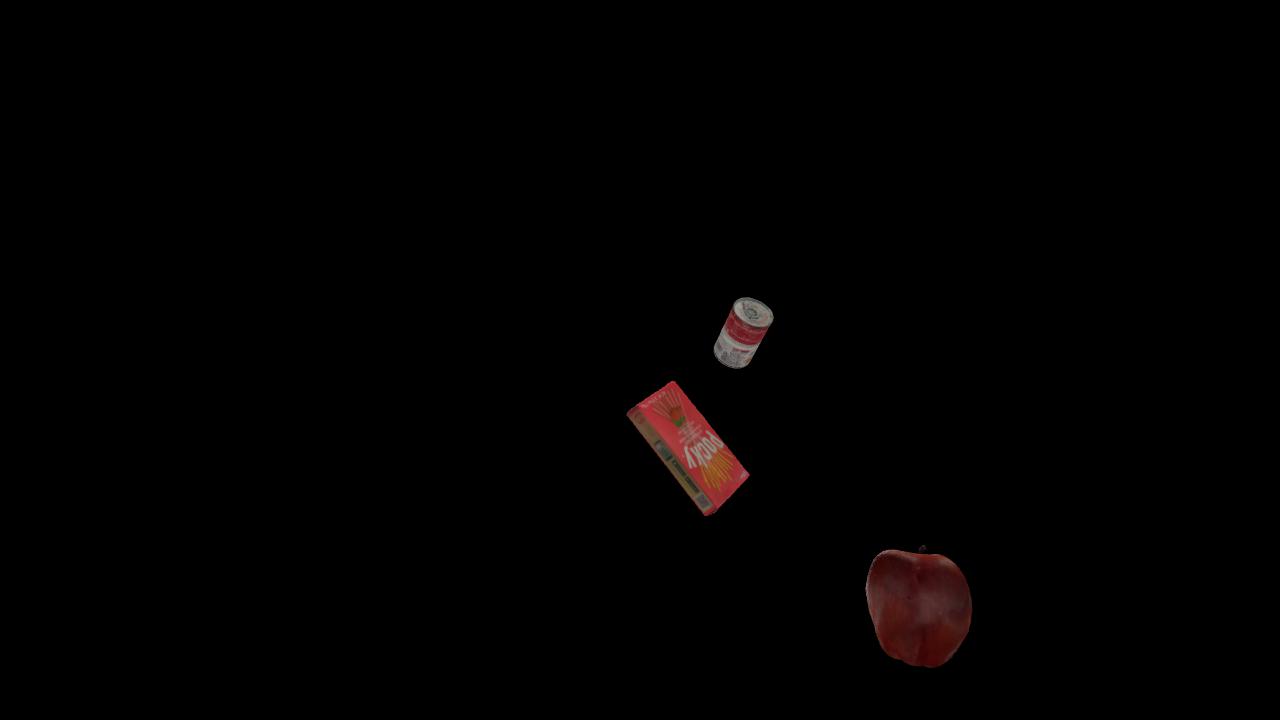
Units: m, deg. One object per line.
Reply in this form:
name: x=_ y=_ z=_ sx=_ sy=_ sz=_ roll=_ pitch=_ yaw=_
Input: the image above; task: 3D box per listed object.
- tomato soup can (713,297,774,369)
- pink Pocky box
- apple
tomato soup can: x=0.167 y=-0.042 z=1.000 sx=0.068 sy=0.068 sz=0.101 roll=0 pitch=-42 yaw=-19
pink Pocky box: x=0.060 y=0.104 z=0.748 sx=0.084 sy=0.155 sz=0.029 roll=-30 pitch=-11 yaw=-48
apple: x=0.227 y=0.199 z=0.504 sx=0.079 sy=0.093 sz=0.079 roll=9 pitch=-14 yaw=2
